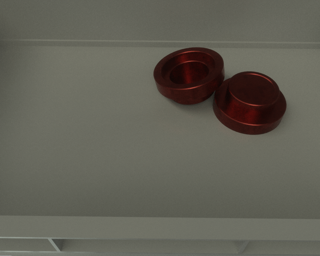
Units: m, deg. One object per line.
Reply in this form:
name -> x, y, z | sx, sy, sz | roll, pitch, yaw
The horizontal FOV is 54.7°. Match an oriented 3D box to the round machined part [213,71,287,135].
round machined part -> 0.125, -0.041, 0.429 | 0.099, 0.042, 0.098 | 0, 50, 0

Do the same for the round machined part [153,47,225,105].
round machined part -> 0.043, -0.071, 0.444 | 0.098, 0.042, 0.098 | -9, 45, 9
